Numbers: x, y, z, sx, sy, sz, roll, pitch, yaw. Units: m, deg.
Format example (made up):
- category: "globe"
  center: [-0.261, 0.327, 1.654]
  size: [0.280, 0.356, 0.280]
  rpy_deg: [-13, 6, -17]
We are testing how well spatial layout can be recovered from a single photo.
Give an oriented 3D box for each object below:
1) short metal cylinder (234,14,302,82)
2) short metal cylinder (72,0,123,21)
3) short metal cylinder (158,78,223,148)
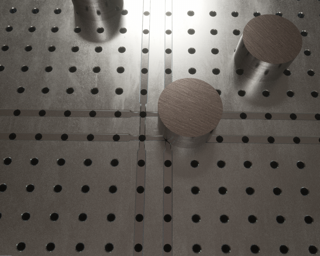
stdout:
- category: "short metal cylinder"
  center: [0.152, -0.113, 0.442]
  size: [0.081, 0.050, 0.080]
  rpy_deg: [0, 70, 0]
- category: "short metal cylinder"
  center: [-0.099, -0.213, 0.475]
  size: [0.081, 0.050, 0.080]
  rpy_deg: [0, 70, 0]
- category: "short metal cylinder"
  center: [0.037, -0.018, 0.406]
  size: [0.081, 0.050, 0.080]
  rpy_deg: [0, 70, 0]
